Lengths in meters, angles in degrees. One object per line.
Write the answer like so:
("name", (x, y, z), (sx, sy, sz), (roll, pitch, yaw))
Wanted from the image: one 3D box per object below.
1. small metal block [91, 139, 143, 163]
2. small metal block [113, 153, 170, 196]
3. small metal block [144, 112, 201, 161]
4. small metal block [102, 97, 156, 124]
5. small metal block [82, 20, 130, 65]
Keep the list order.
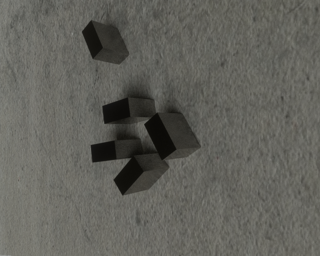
("small metal block", (-0.061, 0.032, 0.436), (0.050, 0.050, 0.025), (-11, 83, 39))
("small metal block", (-0.024, 0.060, 0.406), (0.050, 0.050, 0.025), (-50, 61, 28))
("small metal block", (0.016, 0.009, 0.374), (0.025, 0.050, 0.050), (-41, 66, 32))
("small metal block", (-0.041, -0.022, 0.421), (0.050, 0.050, 0.025), (-13, 82, 39))
("small metal block", (-0.079, -0.124, 0.451), (0.025, 0.050, 0.050), (-37, 68, 34))
